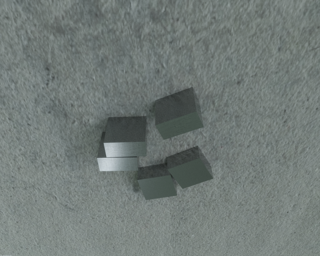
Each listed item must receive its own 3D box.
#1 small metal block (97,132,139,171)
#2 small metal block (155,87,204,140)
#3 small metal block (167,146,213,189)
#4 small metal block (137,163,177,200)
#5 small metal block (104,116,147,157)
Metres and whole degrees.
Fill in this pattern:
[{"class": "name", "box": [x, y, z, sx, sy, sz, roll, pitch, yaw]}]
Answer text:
[{"class": "small metal block", "box": [-0.054, 0.031, 0.416, 0.050, 0.050, 0.025, -1, 130, 0]}, {"class": "small metal block", "box": [0.022, -0.018, 0.376, 0.050, 0.050, 0.025, -18, 128, 14]}, {"class": "small metal block", "box": [0.045, 0.059, 0.458, 0.050, 0.025, 0.050, -22, 127, 17]}, {"class": "small metal block", "box": [-0.003, 0.083, 0.478, 0.050, 0.025, 0.050, -10, 130, 8]}, {"class": "small metal block", "box": [-0.042, 0.011, 0.399, 0.050, 0.050, 0.025, -2, 130, 1]}]
